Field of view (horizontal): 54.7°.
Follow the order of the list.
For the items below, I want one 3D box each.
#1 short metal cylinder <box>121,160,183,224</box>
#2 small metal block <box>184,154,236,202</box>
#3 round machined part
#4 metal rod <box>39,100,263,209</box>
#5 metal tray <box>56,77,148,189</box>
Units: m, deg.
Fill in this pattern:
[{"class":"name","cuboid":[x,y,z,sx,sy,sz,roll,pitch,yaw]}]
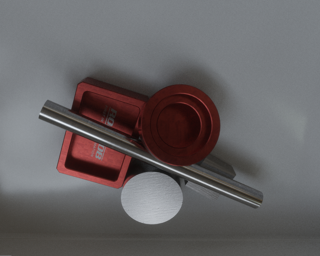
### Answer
[{"class":"short metal cylinder","cuboid":[-0.011,0.084,0.426,0.081,0.050,0.079,0,110,-1]},{"class":"small metal block","cuboid":[0.069,0.067,0.435,0.050,0.025,0.050,30,107,-11]},{"class":"round machined part","cuboid":[0.021,-0.003,0.387,0.099,0.042,0.097,0,88,-14]},{"class":"metal rod","cuboid":[-0.002,0.038,0.393,0.302,0.025,0.025,24,108,-12]},{"class":"metal tray","cuboid":[-0.075,0.009,0.408,0.091,0.030,0.129,17,109,-7]}]
